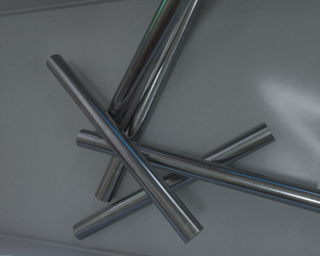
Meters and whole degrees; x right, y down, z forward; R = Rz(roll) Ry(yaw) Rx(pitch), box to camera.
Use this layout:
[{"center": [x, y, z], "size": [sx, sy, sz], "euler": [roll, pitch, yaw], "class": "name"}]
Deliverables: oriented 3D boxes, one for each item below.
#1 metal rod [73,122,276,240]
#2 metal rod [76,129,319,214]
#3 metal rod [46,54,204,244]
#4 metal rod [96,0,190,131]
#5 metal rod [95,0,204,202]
[{"center": [0.006, 0.077, 0.407], "size": [0.300, 0.025, 0.025], "euler": [-31, 80, 17], "class": "metal rod"}, {"center": [0.034, 0.046, 0.370], "size": [0.301, 0.025, 0.025], "euler": [13, 94, 19], "class": "metal rod"}, {"center": [-0.056, 0.009, 0.378], "size": [0.025, 0.025, 0.300], "euler": [-48, 66, 13], "class": "metal rod"}, {"center": [-0.015, -0.084, 0.351], "size": [0.025, 0.025, 0.298], "euler": [45, 128, 14], "class": "metal rod"}, {"center": [-0.017, -0.036, 0.415], "size": [0.025, 0.025, 0.298], "euler": [28, 99, 17], "class": "metal rod"}]
